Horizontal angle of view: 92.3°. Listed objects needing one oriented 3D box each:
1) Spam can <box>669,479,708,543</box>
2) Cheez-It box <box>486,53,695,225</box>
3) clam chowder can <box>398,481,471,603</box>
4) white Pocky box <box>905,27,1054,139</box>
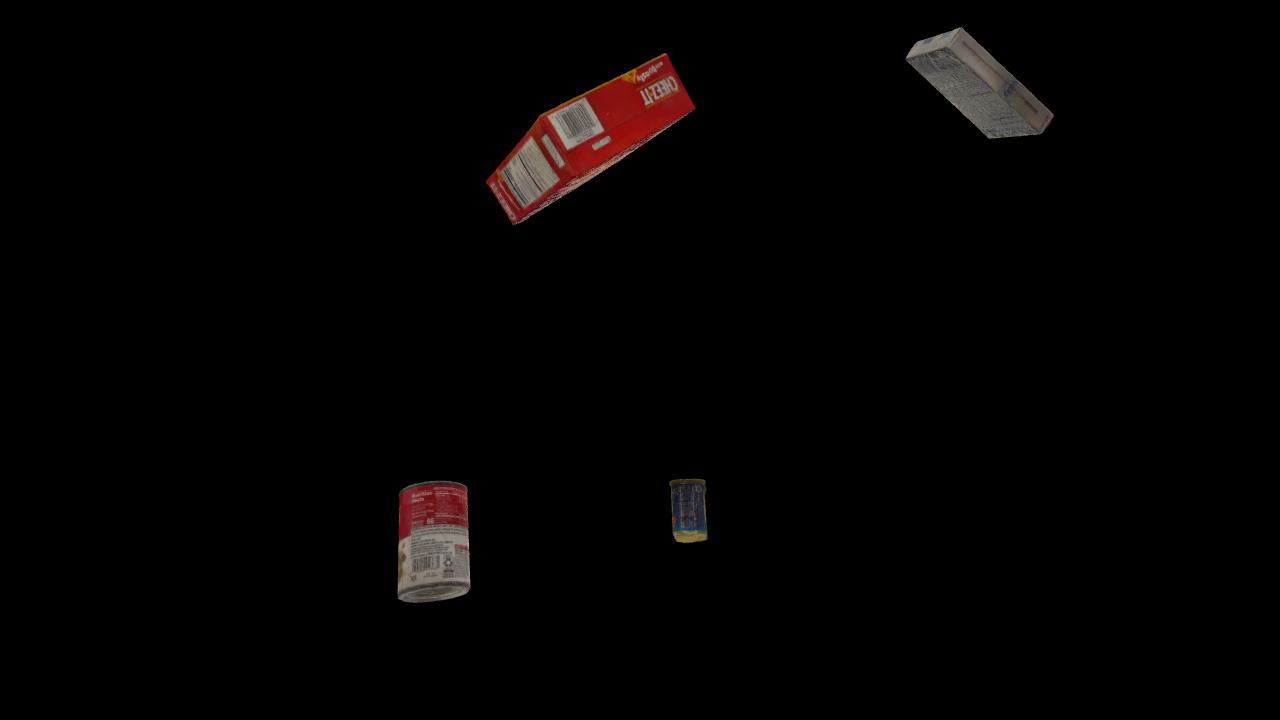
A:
[{"bbox_3d":[0.080,0.244,0.990,0.058,0.085,0.101,-4,-24,6],"label":"Spam can"},{"bbox_3d":[-0.067,-0.239,0.692,0.166,0.071,0.223,-38,16,-23],"label":"Cheez-It box"},{"bbox_3d":[-0.203,0.179,0.606,0.068,0.102,0.068,-9,-29,-5],"label":"clam chowder can"},{"bbox_3d":[0.378,-0.305,0.689,0.154,0.028,0.084,31,9,-17],"label":"white Pocky box"}]
